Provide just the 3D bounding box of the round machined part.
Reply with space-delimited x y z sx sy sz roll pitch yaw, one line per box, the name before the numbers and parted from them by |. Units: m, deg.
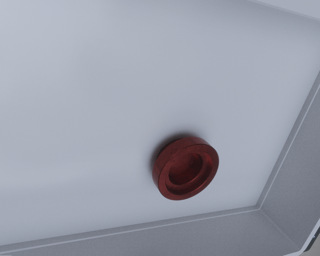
round machined part | 0.033 0.054 0.451 0.099 0.042 0.097 -14 125 -21
